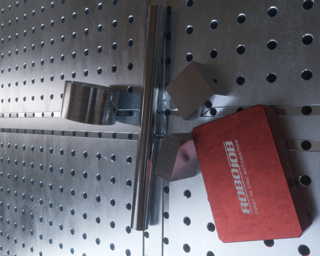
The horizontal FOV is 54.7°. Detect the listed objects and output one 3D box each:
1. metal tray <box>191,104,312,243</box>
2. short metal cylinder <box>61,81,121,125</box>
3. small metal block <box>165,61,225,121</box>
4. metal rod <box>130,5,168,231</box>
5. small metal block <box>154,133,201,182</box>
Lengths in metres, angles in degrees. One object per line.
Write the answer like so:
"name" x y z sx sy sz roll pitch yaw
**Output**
"metal tray" 0.092 0.050 0.329 0.090 0.030 0.129 -22 77 37
"short metal cylinder" -0.101 -0.038 0.455 0.080 0.081 0.050 18 102 38
"small metal block" 0.041 -0.044 0.374 0.050 0.025 0.050 -42 65 31
"metal rod" -0.015 -0.010 0.419 0.025 0.025 0.298 8 95 39
"small metal block" 0.024 0.034 0.372 0.025 0.050 0.050 23 105 37
